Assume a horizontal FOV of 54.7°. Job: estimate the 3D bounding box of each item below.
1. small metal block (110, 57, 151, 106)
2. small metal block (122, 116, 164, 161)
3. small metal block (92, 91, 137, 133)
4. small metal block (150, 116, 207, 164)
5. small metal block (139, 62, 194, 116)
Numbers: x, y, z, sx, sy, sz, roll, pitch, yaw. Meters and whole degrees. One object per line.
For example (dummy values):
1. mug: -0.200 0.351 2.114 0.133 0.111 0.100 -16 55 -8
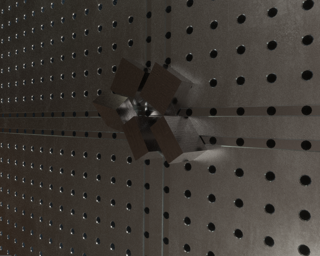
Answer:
1. small metal block: -0.038 -0.065 0.439 0.050 0.025 0.050 38 113 33
2. small metal block: -0.015 0.013 0.404 0.025 0.050 0.050 -36 68 34
3. small metal block: -0.061 -0.021 0.439 0.050 0.050 0.025 19 57 38
4. small metal block: 0.023 0.013 0.373 0.025 0.050 0.050 -41 65 32
5. small metal block: 0.007 -0.050 0.402 0.050 0.025 0.050 42 115 31
